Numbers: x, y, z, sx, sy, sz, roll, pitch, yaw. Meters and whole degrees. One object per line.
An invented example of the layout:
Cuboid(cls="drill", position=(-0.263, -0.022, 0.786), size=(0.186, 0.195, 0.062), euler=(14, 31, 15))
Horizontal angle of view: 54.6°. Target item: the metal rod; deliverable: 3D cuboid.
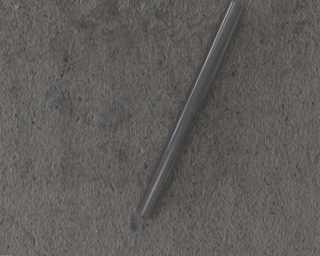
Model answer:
Cuboid(cls="metal rod", position=(0.041, -0.023, 0.410), size=(0.025, 0.025, 0.299), euler=(24, 90, 0))
